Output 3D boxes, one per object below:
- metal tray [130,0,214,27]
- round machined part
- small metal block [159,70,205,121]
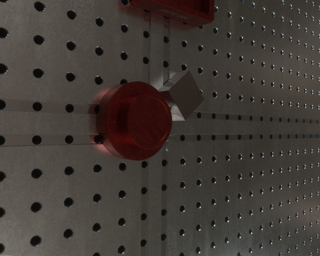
[{"bbox_3d":[0.021,-0.200,0.425,0.131,0.030,0.089,1,89,-40],"label":"metal tray"},{"bbox_3d":[-0.024,-0.008,0.380,0.099,0.042,0.097,0,91,-40],"label":"round machined part"},{"bbox_3d":[0.030,-0.045,0.436,0.050,0.025,0.050,-46,118,-30],"label":"small metal block"}]
